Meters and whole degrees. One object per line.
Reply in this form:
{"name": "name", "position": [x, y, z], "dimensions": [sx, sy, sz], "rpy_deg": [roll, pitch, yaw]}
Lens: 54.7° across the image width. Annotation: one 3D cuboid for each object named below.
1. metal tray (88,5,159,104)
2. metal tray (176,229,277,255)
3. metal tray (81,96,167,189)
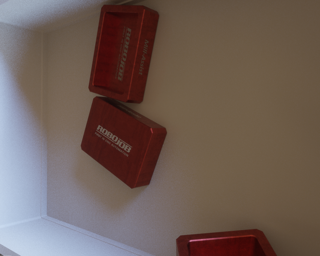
{"name": "metal tray", "position": [-0.056, -0.108, 0.449], "dimensions": [0.090, 0.030, 0.129], "rpy_deg": [19, 102, 38]}
{"name": "metal tray", "position": [0.067, 0.144, 0.265], "dimensions": [0.130, 0.091, 0.030], "rpy_deg": [-104, 11, -69]}
{"name": "metal tray", "position": [-0.058, 0.017, 0.452], "dimensions": [0.130, 0.030, 0.089], "rpy_deg": [29, 108, 36]}
